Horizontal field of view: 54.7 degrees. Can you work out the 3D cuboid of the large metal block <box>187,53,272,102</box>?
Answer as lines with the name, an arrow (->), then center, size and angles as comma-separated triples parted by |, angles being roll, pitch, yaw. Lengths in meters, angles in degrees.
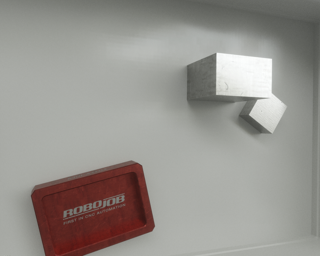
large metal block -> 0.090, -0.064, 0.416 | 0.081, 0.080, 0.050 | 1, 90, -20

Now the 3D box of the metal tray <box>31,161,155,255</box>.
metal tray -> -0.079, 0.099, 0.379 | 0.131, 0.030, 0.089 | -13, 95, -20

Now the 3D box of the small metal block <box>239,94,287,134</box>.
small metal block -> 0.157, -0.026, 0.470 | 0.050, 0.025, 0.050 | 35, 78, -17
